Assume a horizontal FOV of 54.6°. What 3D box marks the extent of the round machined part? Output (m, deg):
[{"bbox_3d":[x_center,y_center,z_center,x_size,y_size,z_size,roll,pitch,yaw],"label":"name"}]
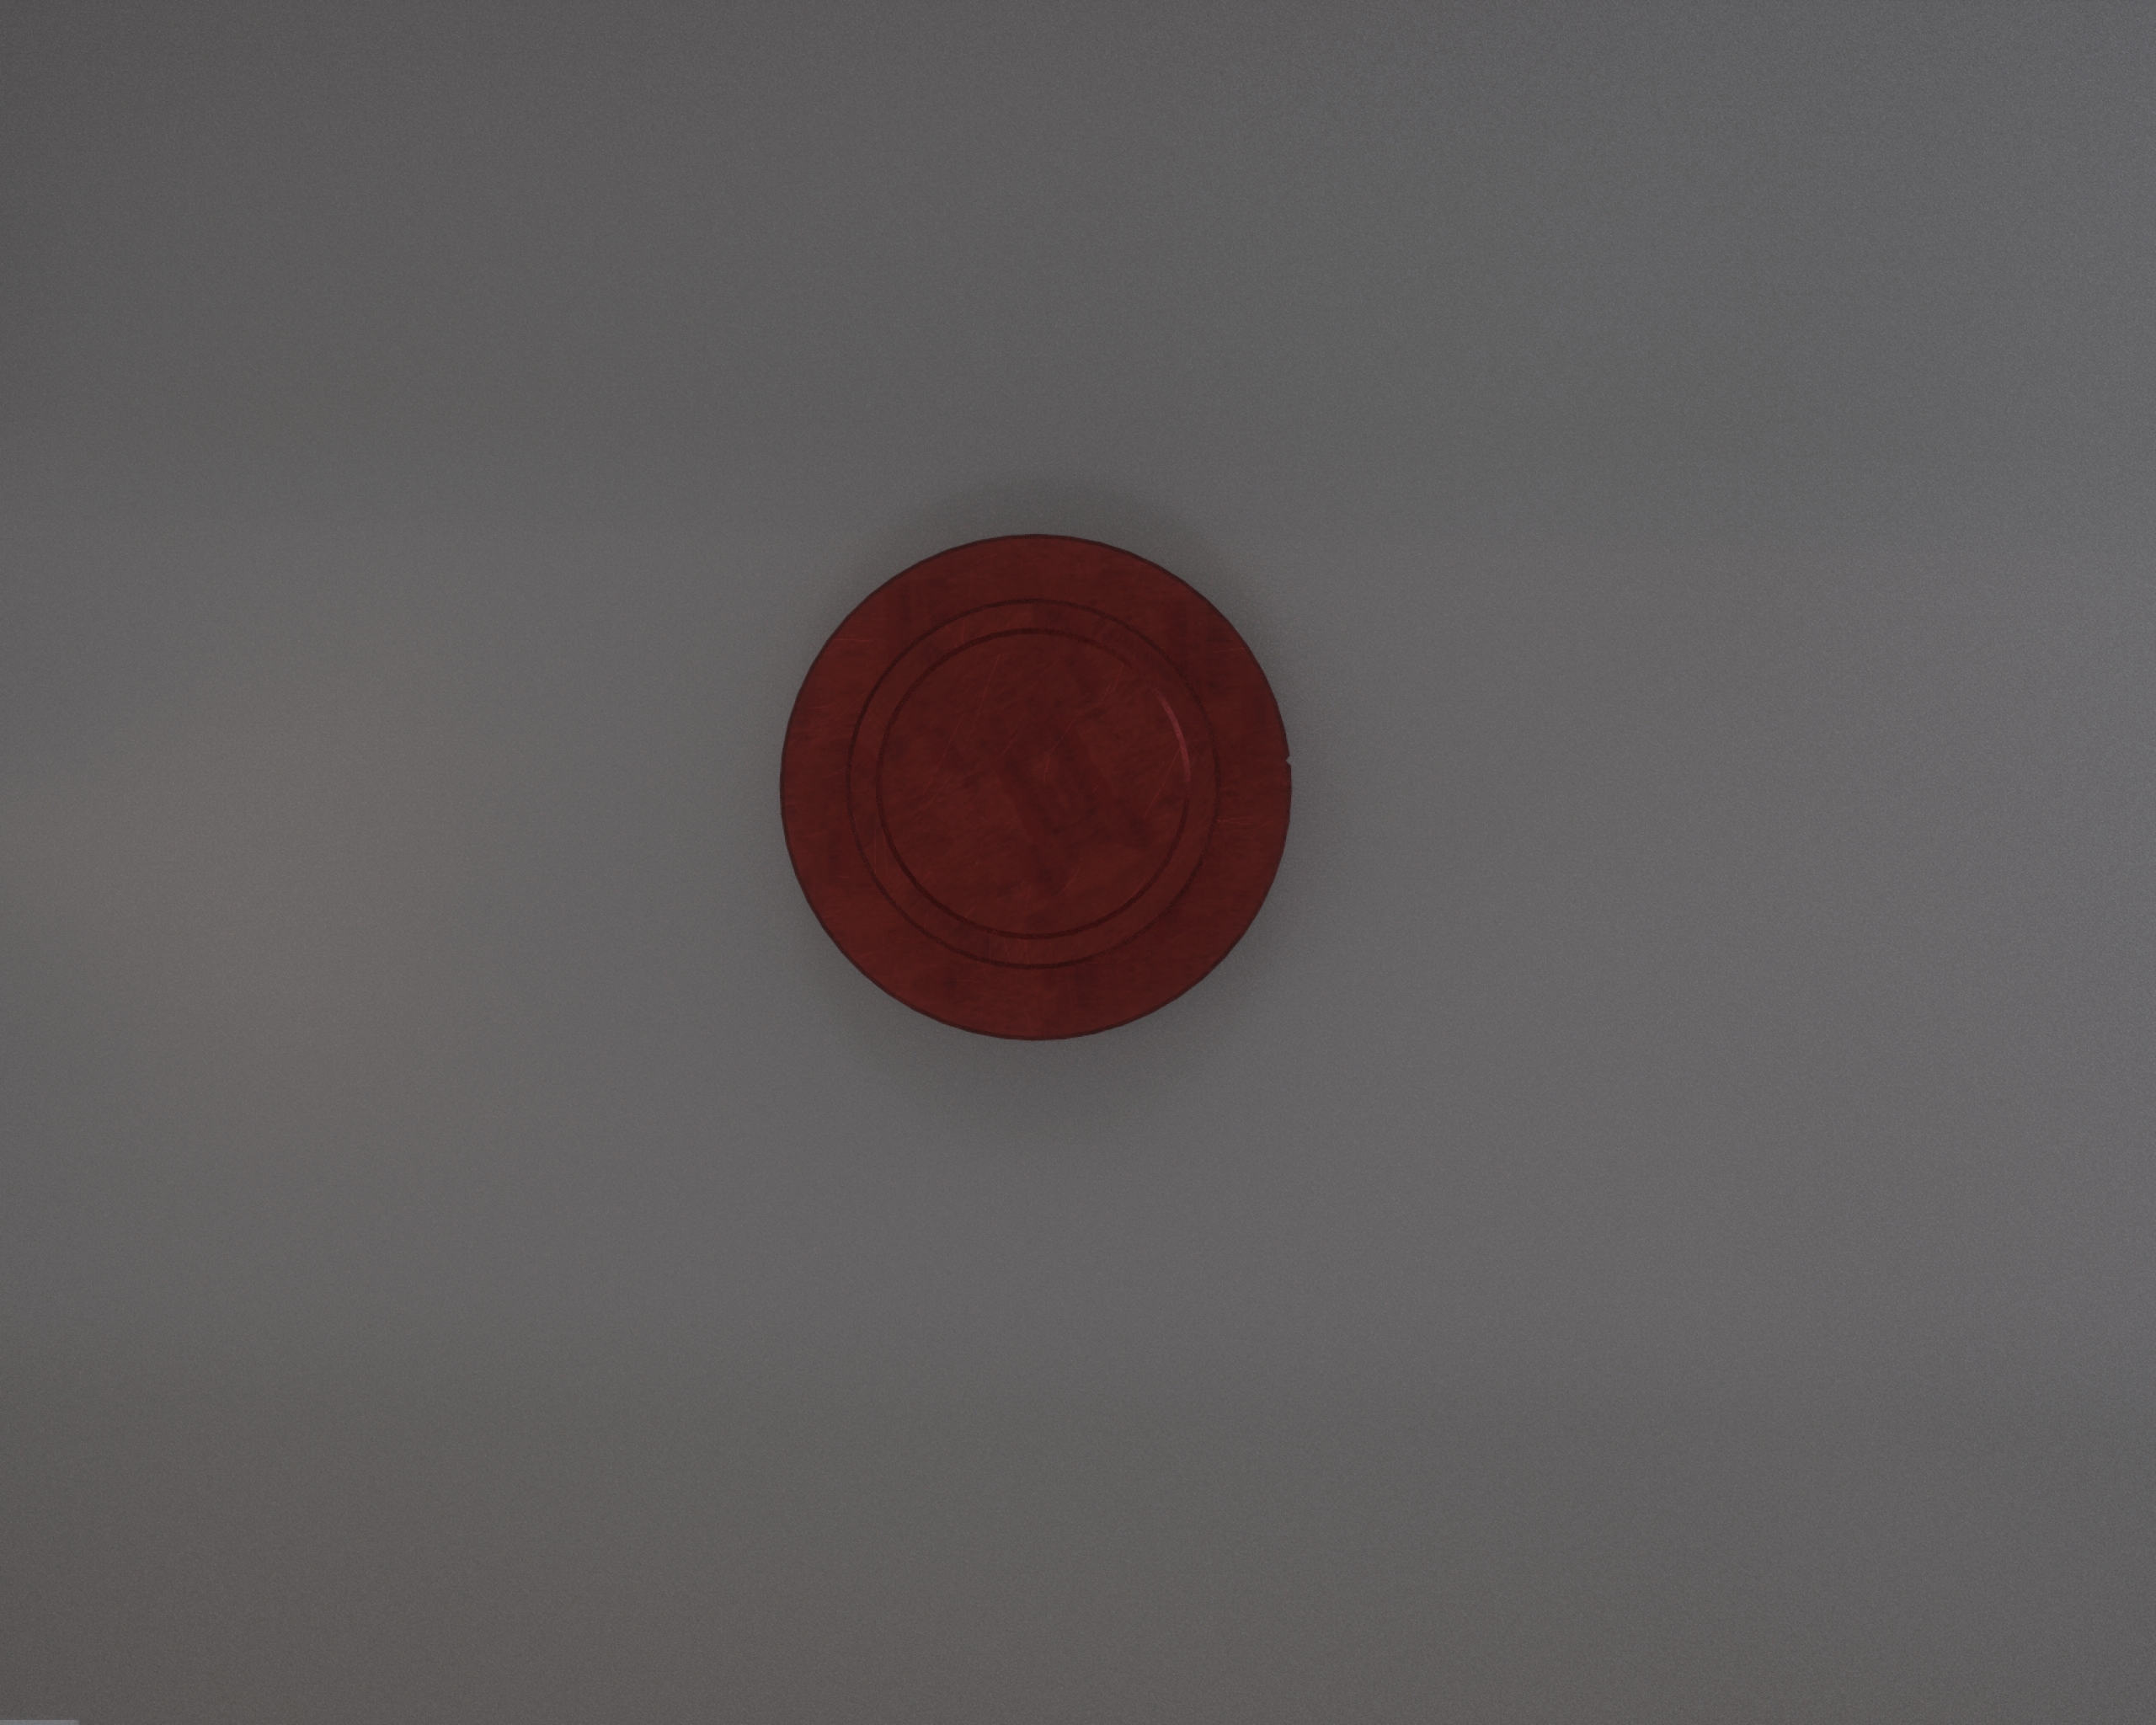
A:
[{"bbox_3d":[-0.008,-0.014,0.400,0.099,0.042,0.097,0,90,0],"label":"round machined part"}]
